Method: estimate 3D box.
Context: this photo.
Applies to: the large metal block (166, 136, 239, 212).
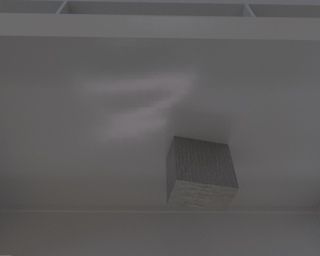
[{"bbox_3d":[0.054,0.062,0.426,0.080,0.080,0.050,9,130,-8],"label":"large metal block"}]
